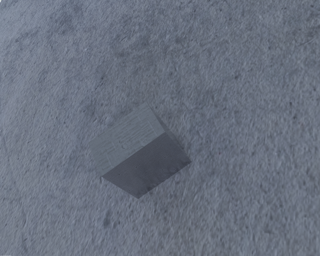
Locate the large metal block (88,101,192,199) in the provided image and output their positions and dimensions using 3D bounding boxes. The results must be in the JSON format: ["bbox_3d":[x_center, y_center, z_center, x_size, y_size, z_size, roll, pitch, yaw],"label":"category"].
[{"bbox_3d":[-0.021,0.029,0.361,0.080,0.080,0.050,-35,52,4],"label":"large metal block"}]
